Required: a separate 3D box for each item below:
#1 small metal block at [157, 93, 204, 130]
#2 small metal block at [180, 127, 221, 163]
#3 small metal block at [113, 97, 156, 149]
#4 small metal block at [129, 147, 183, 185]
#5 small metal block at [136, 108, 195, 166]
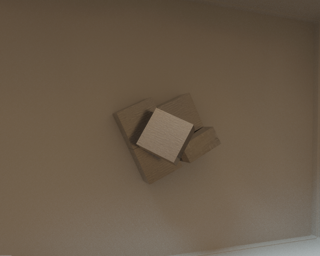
[{"bbox_3d":[0.024,-0.014,0.419,0.050,0.025,0.050,-26,99,-18],"label":"small metal block"},{"bbox_3d":[0.044,0.021,0.413,0.050,0.050,0.025,-30,100,-19],"label":"small metal block"},{"bbox_3d":[-0.026,-0.006,0.400,0.050,0.025,0.050,-26,99,-18],"label":"small metal block"},{"bbox_3d":[-0.006,0.039,0.408,0.050,0.025,0.050,-26,99,-18],"label":"small metal block"},{"bbox_3d":[0.008,0.011,0.373,0.050,0.025,0.050,25,79,16],"label":"small metal block"}]
